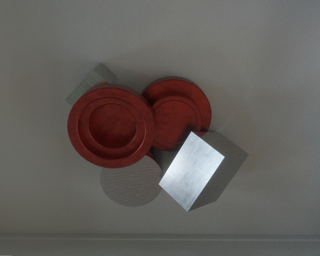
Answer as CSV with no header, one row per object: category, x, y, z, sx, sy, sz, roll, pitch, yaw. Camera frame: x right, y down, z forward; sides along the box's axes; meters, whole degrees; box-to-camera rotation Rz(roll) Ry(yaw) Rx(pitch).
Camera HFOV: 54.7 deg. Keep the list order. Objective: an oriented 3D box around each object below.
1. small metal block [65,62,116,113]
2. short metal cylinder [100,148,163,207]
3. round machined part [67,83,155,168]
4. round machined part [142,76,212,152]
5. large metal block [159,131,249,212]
small metal block,-0.083,-0.050,0.376,0.025,0.050,0.050,43,105,-14
short metal cylinder,-0.036,0.058,0.417,0.081,0.050,0.079,0,110,-1
round machined part,-0.055,-0.005,0.367,0.099,0.042,0.097,0,110,-1
round machined part,0.017,-0.014,0.394,0.099,0.042,0.097,0,110,-1
large metal block,0.057,0.052,0.393,0.050,0.080,0.080,40,109,29
